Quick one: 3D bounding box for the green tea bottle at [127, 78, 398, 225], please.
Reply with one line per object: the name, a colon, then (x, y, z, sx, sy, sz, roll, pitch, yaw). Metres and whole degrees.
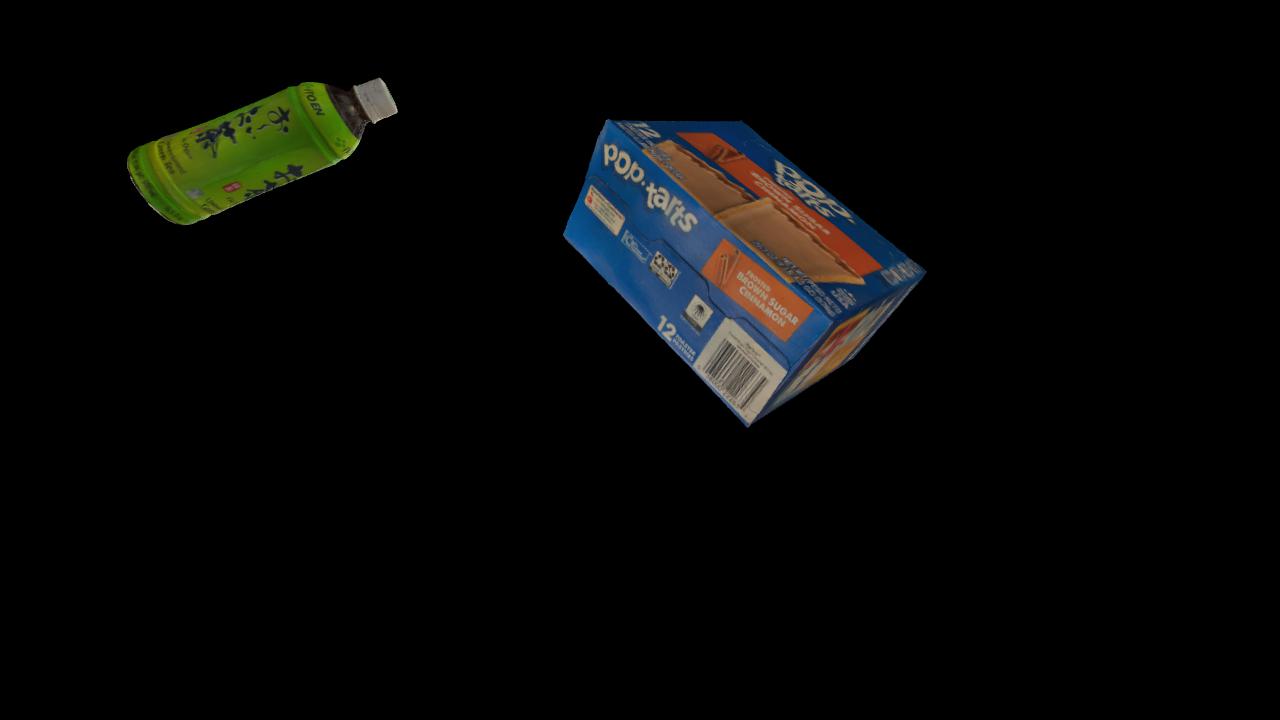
green tea bottle: (-0.314, -0.189, 0.529, 0.212, 0.073, 0.073, -27, 2, -5)

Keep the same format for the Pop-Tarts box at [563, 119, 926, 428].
Pop-Tarts box: (0.064, -0.066, 0.377, 0.141, 0.167, 0.083, -22, -27, -46)
